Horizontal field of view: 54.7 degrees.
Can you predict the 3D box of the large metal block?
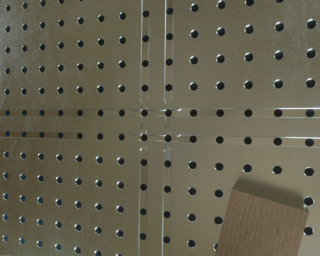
[{"bbox_3d":[0.116,0.116,0.358,0.080,0.050,0.079,15,95,19],"label":"large metal block"}]
